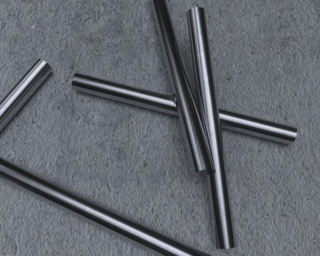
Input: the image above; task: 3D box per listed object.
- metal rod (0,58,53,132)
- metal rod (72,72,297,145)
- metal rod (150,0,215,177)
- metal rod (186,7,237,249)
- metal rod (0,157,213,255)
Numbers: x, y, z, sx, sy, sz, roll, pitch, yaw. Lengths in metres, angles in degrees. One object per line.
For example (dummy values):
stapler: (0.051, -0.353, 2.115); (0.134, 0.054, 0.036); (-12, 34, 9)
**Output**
metal rod: (-0.242, 0.029, 0.395); (0.025, 0.025, 0.300); (31, 73, 10)
metal rod: (0.028, -0.027, 0.418); (0.301, 0.025, 0.025); (15, 71, 5)
metal rod: (0.022, -0.079, 0.416); (0.025, 0.025, 0.299); (-10, 63, -4)
metal rod: (0.062, -0.009, 0.386); (0.025, 0.025, 0.299); (-5, 79, -2)
metal rod: (-0.075, 0.102, 0.369); (0.301, 0.025, 0.025); (23, 72, 8)
